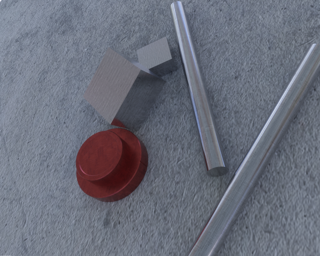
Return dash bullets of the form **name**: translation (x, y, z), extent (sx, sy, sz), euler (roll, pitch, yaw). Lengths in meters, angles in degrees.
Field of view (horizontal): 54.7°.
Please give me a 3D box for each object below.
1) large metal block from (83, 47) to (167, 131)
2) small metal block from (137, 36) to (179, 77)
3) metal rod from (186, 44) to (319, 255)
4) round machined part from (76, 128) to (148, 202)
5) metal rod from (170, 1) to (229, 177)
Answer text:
- **large metal block**: translation (-0.051, -0.054, 0.430), extent (0.080, 0.050, 0.080), euler (41, 106, 38)
- **small metal block**: translation (-0.004, -0.103, 0.468), extent (0.050, 0.025, 0.050), euler (-22, 54, 15)
- **metal rod**: translation (0.104, 0.032, 0.329), extent (0.025, 0.025, 0.300), euler (25, 75, 36)
- **round machined part**: translation (-0.068, 0.042, 0.401), extent (0.098, 0.042, 0.098), euler (-13, 56, 20)
- **metal rod**: translation (0.046, -0.074, 0.424), extent (0.025, 0.025, 0.299), euler (-20, 54, 16)
